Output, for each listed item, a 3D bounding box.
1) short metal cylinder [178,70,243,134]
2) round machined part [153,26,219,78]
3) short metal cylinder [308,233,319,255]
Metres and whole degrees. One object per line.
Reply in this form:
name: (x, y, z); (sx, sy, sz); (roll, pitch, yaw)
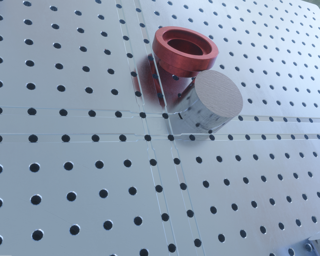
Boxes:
short metal cylinder: (0.073, -0.038, 0.455); (0.081, 0.050, 0.080); (13, 56, -21)
round machined part: (0.036, -0.113, 0.473); (0.099, 0.042, 0.098); (11, 41, -9)
short metal cylinder: (0.249, 0.159, 0.410); (0.081, 0.080, 0.050); (-9, 66, -32)
